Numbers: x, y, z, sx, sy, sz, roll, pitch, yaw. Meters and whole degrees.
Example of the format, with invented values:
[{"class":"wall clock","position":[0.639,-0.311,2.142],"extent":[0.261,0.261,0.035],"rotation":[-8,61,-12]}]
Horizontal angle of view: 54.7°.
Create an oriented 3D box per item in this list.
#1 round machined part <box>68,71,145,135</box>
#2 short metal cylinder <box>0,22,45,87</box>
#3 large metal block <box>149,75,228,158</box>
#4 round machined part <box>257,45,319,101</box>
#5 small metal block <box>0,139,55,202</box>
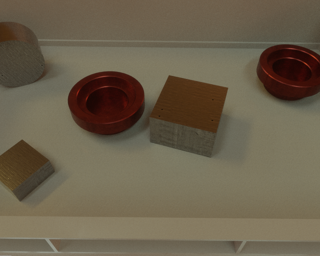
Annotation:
[{"class":"round machined part","position":[-0.070,-0.029,0.418],"extent":[0.099,0.042,0.098],"rotation":[0,50,0]},{"class":"short metal cylinder","position":[-0.217,-0.108,0.457],"extent":[0.081,0.080,0.050],"rotation":[-19,53,-15]},{"class":"large metal block","position":[0.038,-0.017,0.403],"extent":[0.080,0.050,0.080],"rotation":[14,51,11]},{"class":"round machined part","position":[0.194,-0.079,0.463],"extent":[0.099,0.042,0.098],"rotation":[0,50,0]},{"class":"small metal block","position":[-0.163,0.049,0.362],"extent":[0.050,0.025,0.050],"rotation":[31,56,23]}]
